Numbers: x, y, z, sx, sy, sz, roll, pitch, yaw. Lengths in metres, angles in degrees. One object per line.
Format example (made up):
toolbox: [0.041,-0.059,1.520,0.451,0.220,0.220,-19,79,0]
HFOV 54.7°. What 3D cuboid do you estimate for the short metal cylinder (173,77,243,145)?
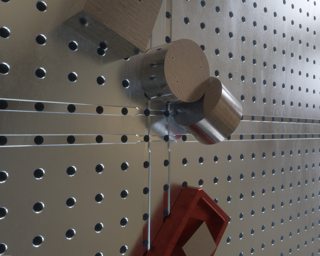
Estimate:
short metal cylinder: [0.065,-0.024,0.428,0.050,0.080,0.080,39,66,-33]

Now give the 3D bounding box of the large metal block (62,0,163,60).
large metal block: [-0.050,-0.136,0.350,0.080,0.050,0.080,28,73,-37]

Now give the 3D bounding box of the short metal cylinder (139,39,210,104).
short metal cylinder: [0.020,-0.072,0.409,0.081,0.050,0.080,0,90,-40]

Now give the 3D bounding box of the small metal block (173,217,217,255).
small metal block: [0.047,0.163,0.432,0.050,0.025,0.050,-39,114,-33]

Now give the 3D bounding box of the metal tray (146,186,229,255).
metal tray: [0.041,0.160,0.440,0.090,0.030,0.130,48,62,-29]
